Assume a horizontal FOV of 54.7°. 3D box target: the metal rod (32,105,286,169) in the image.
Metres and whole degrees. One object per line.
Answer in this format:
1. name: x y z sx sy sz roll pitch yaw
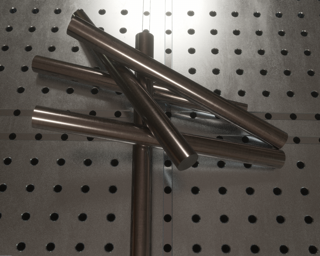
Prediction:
1. metal rod: 0.009 0.014 0.368 0.302 0.025 0.025 10 70 -12

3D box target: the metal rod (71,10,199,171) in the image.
1. metal rod: -0.047 -0.067 0.393 0.025 0.025 0.300 -30 57 -11

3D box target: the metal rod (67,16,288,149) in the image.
1. metal rod: 0.026 -0.053 0.388 0.301 0.025 0.025 28 72 -6

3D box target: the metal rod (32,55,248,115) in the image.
1. metal rod: -0.031 -0.056 0.431 0.302 0.025 0.025 14 71 4

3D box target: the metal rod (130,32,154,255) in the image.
1. metal rod: -0.022 0.021 0.386 0.025 0.025 0.299 0 76 0
